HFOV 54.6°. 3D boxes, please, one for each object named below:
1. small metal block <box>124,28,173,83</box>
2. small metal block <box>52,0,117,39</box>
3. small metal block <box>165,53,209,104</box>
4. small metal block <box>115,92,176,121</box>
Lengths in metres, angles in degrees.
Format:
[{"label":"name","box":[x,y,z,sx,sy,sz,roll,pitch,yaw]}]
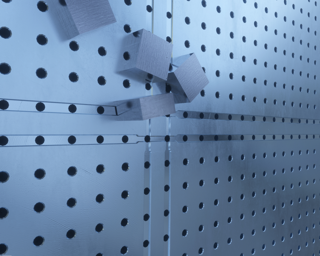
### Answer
[{"label":"small metal block","box":[-0.014,-0.091,0.396,0.050,0.025,0.050,17,79,-39]},{"label":"small metal block","box":[-0.083,-0.131,0.339,0.050,0.025,0.050,-34,111,-35]},{"label":"small metal block","box":[0.037,-0.070,0.439,0.050,0.025,0.050,-47,118,-30]},{"label":"small metal block","box":[-0.018,-0.026,0.377,0.050,0.050,0.025,-15,100,-39]}]
